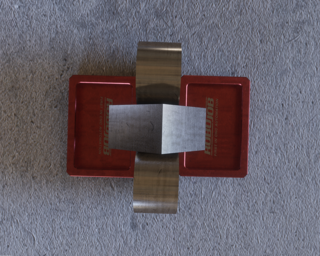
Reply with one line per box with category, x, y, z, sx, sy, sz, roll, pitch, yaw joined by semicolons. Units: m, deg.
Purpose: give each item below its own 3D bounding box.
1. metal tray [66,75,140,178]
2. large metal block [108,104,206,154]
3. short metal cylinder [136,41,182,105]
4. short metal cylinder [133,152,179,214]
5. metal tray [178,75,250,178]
metal tray;-0.072;-0.002;0.408;0.091;0.030;0.129;2;90;0
large metal block;-0.002;0.000;0.363;0.080;0.081;0.050;2;91;40
short metal cylinder;-0.001;-0.065;0.383;0.050;0.080;0.079;2;90;0
short metal cylinder;-0.004;0.065;0.383;0.050;0.080;0.079;2;90;0
metal tray;0.068;-0.002;0.409;0.091;0.030;0.129;2;90;0
